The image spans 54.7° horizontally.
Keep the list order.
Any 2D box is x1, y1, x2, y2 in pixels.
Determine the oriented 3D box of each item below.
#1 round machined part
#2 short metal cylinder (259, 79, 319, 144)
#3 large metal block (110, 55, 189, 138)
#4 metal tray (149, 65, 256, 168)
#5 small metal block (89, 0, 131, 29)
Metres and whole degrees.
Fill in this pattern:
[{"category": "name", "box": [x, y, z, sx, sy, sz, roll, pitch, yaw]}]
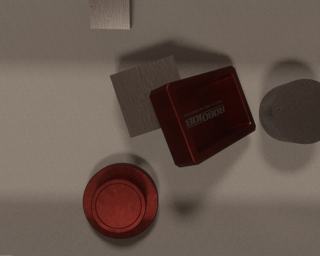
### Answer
[{"category": "round machined part", "box": [-0.051, 0.096, 0.402, 0.099, 0.042, 0.097, 0, 90, -1]}, {"category": "short metal cylinder", "box": [0.177, -0.020, 0.401, 0.081, 0.050, 0.079, 0, 90, -1]}, {"category": "large metal block", "box": [-0.010, -0.038, 0.399, 0.080, 0.050, 0.080, -18, 90, 0]}, {"category": "metal tray", "box": [0.057, -0.018, 0.369, 0.131, 0.030, 0.090, -23, 93, -42]}, {"category": "small metal block", "box": [-0.064, -0.155, 0.403, 0.050, 0.025, 0.050, 1, 111, -1]}]
